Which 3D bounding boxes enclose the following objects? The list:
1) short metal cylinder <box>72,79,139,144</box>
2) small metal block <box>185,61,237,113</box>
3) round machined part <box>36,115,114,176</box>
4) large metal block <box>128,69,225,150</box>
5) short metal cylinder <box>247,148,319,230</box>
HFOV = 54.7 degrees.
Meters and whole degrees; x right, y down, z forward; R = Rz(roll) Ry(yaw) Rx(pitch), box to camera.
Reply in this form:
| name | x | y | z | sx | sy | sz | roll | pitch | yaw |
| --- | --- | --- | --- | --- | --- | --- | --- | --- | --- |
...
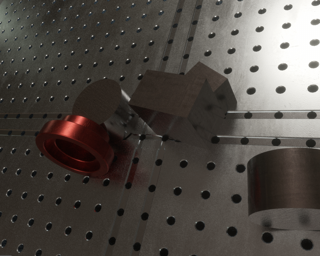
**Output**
| name | x | y | z | sx | sy | sz | roll | pitch | yaw |
| --- | --- | --- | --- | --- | --- | --- | --- | --- | --- |
| short metal cylinder | -0.077 | -0.024 | 0.445 | 0.080 | 0.050 | 0.080 | -13 | 56 | 20 |
| small metal block | 0.064 | -0.049 | 0.388 | 0.025 | 0.050 | 0.050 | -45 | 51 | -3 |
| round machined part | -0.105 | 0.020 | 0.404 | 0.098 | 0.098 | 0.042 | -1 | 51 | 27 |
| large metal block | 0.023 | -0.022 | 0.373 | 0.080 | 0.080 | 0.050 | 15 | 70 | 34 |
| short metal cylinder | 0.120 | 0.057 | 0.275 | 0.080 | 0.080 | 0.050 | -7 | 59 | 24 |
